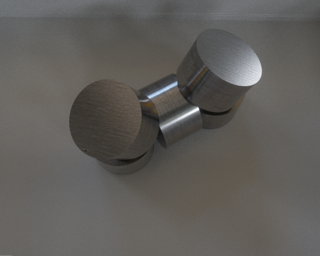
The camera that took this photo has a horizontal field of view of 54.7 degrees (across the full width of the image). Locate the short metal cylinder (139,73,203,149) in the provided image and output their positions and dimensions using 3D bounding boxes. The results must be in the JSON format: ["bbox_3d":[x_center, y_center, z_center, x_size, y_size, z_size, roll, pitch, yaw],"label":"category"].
[{"bbox_3d":[0.010,-0.021,0.386,0.050,0.080,0.080,-28,73,-10],"label":"short metal cylinder"}]

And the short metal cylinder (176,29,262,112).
[{"bbox_3d":[0.066,-0.065,0.350,0.081,0.050,0.080,12,55,-18],"label":"short metal cylinder"}]

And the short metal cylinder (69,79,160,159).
[{"bbox_3d":[-0.047,-0.007,0.328,0.080,0.050,0.080,-2,83,19],"label":"short metal cylinder"}]

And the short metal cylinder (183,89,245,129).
[{"bbox_3d":[0.068,-0.044,0.412,0.081,0.050,0.080,0,70,0],"label":"short metal cylinder"}]

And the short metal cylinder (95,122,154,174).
[{"bbox_3d":[-0.048,0.014,0.389,0.081,0.050,0.080,0,70,0],"label":"short metal cylinder"}]
